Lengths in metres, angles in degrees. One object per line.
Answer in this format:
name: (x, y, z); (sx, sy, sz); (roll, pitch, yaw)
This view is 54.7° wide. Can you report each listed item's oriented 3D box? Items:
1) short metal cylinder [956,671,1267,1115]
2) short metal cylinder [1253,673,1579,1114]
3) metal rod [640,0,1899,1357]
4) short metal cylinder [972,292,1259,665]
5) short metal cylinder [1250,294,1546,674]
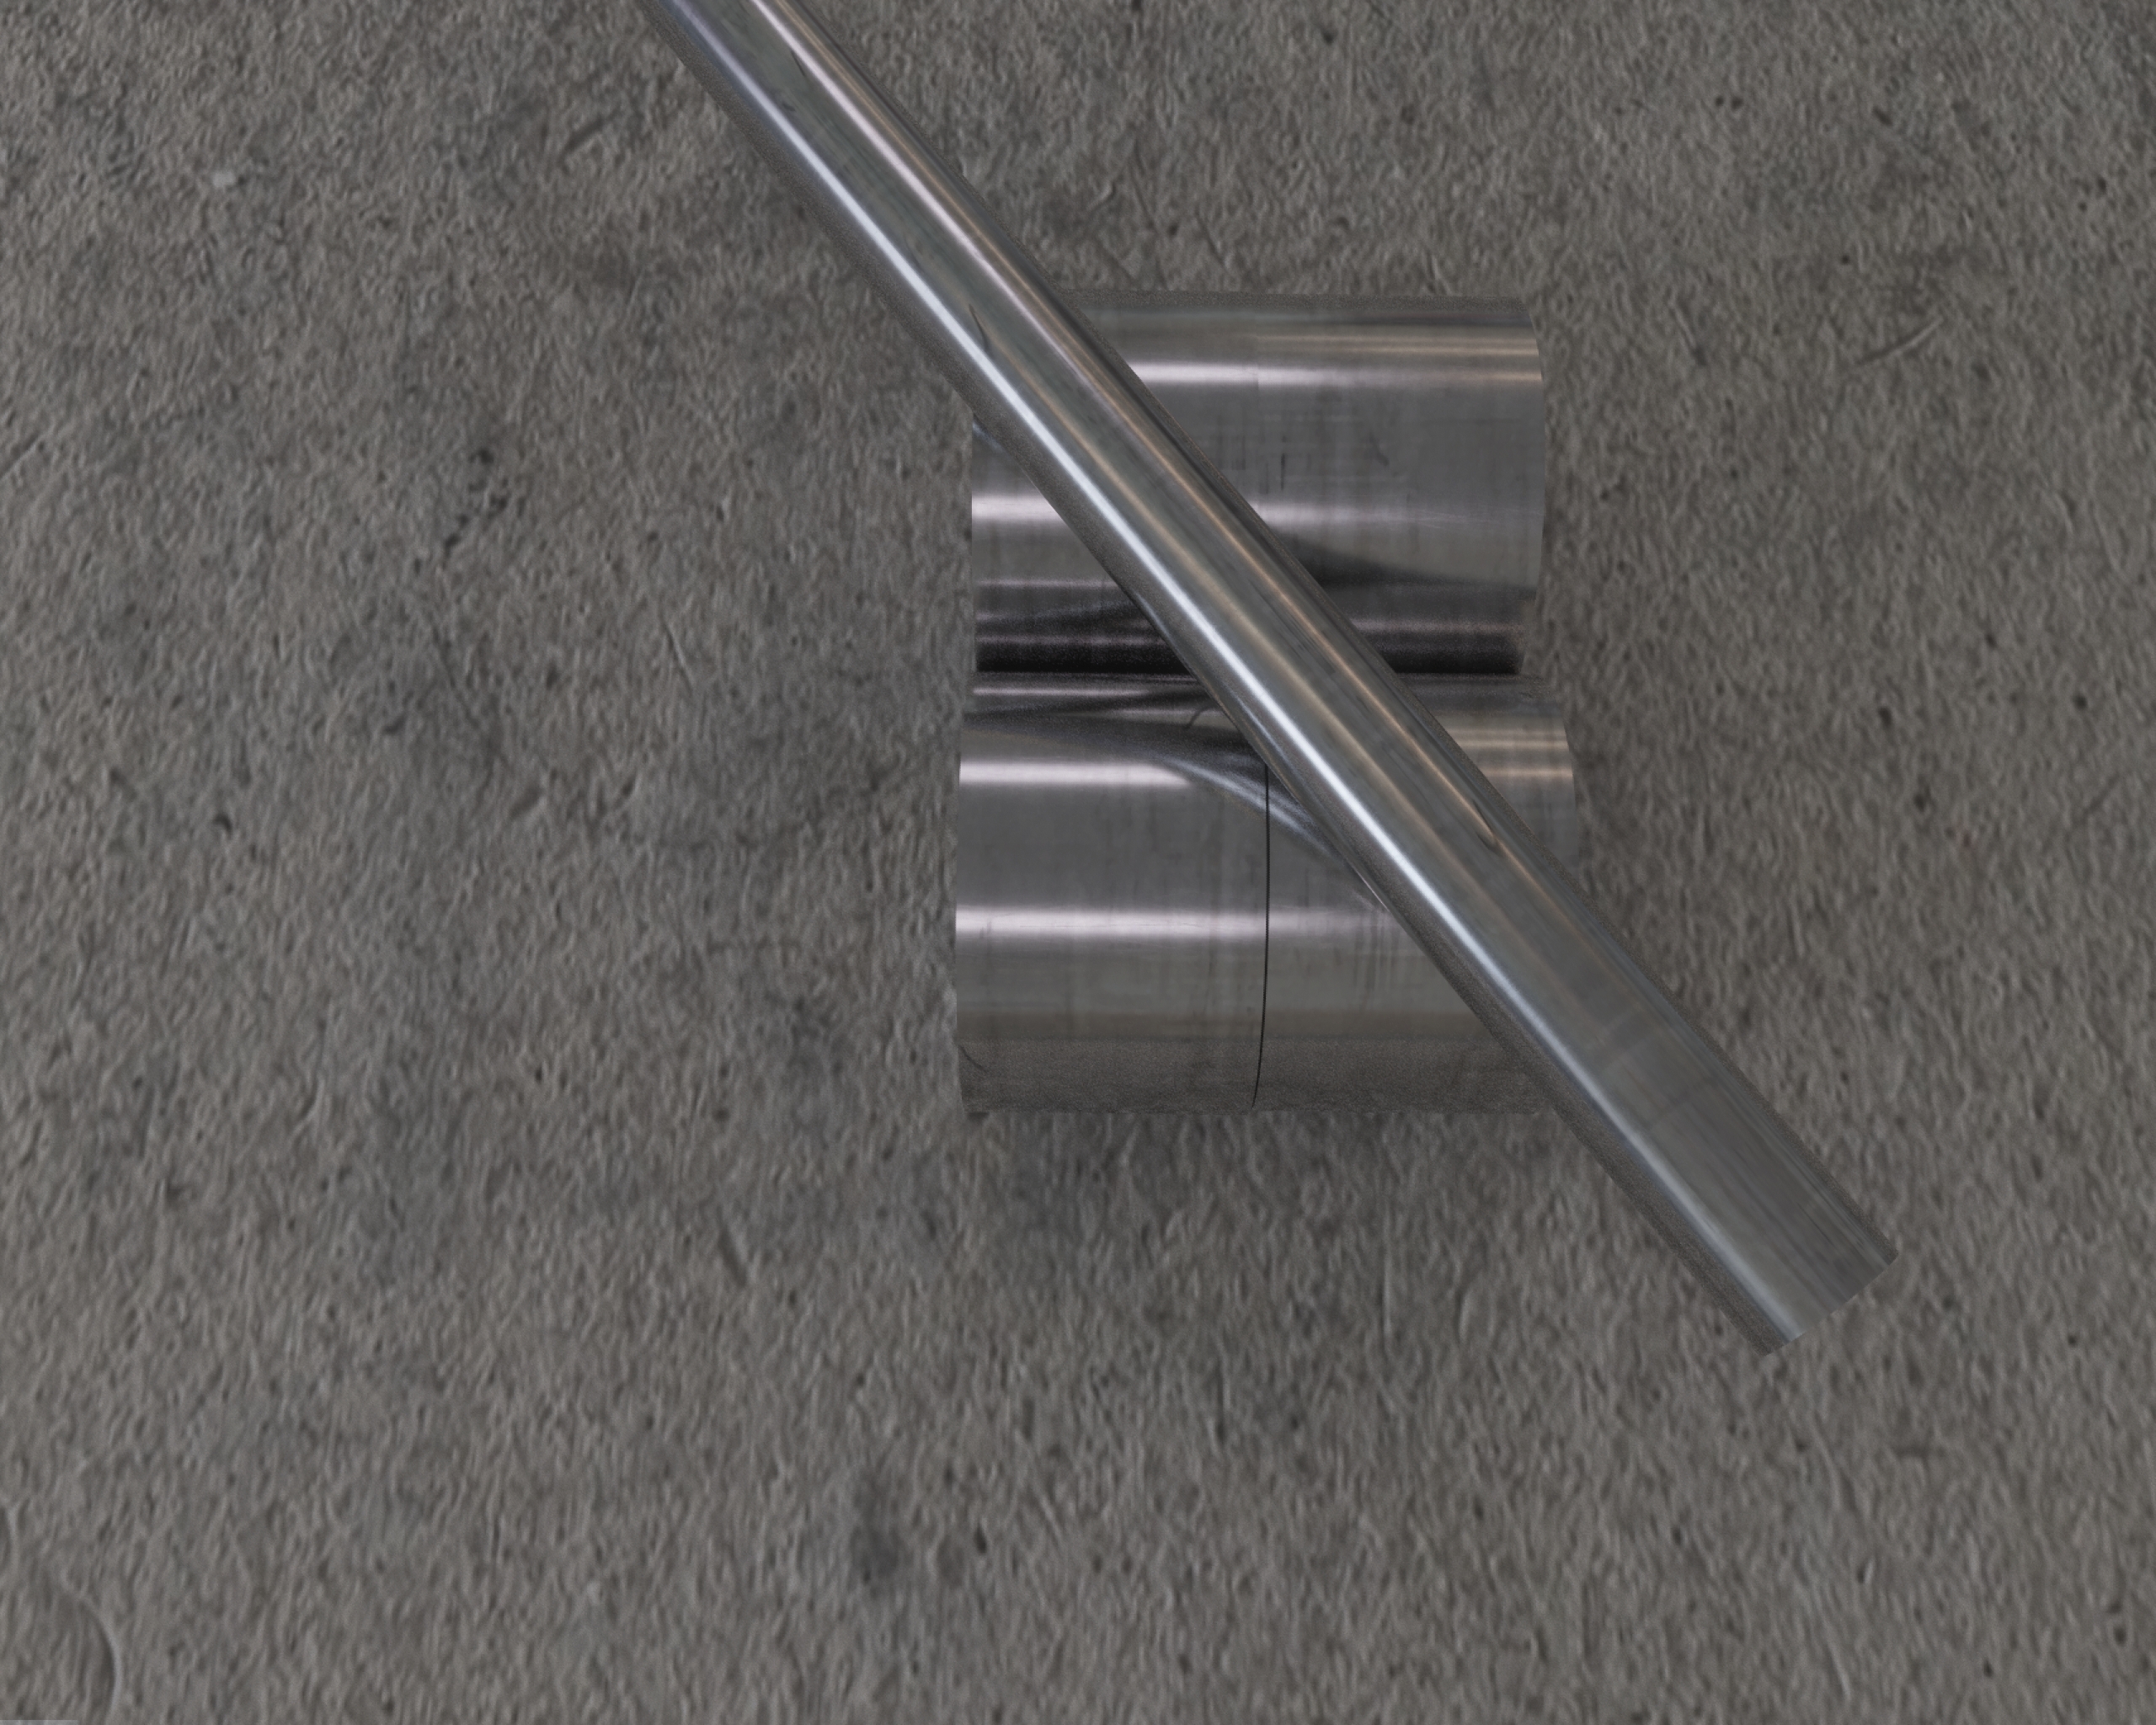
short metal cylinder: (0.006, 0.005, 0.378); (0.050, 0.080, 0.080); (1, 70, 0)
short metal cylinder: (0.057, 0.005, 0.379); (0.050, 0.080, 0.080); (1, 70, 0)
metal rod: (0.020, -0.049, 0.342); (0.025, 0.025, 0.300); (-35, 74, -12)
short metal cylinder: (0.007, -0.070, 0.406); (0.050, 0.080, 0.080); (1, 70, 0)
short metal cylinder: (0.057, -0.069, 0.406); (0.050, 0.080, 0.080); (1, 70, 0)
